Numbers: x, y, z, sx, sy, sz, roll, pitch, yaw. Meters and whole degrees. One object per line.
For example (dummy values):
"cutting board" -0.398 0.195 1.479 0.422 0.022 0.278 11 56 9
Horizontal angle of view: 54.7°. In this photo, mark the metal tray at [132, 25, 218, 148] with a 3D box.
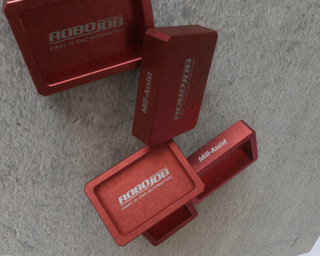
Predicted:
"metal tray" 0.017 -0.049 0.360 0.091 0.030 0.129 -22 132 -43

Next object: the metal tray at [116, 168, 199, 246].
"metal tray" -0.004 0.119 0.477 0.090 0.030 0.130 -35 129 -5

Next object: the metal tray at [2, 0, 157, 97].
"metal tray" -0.071 -0.094 0.307 0.131 0.030 0.089 -21 127 -16

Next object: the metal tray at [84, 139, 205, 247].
"metal tray" -0.020 0.079 0.405 0.131 0.090 0.030 -33 170 -8

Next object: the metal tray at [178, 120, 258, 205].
"metal tray" 0.088 0.055 0.474 0.130 0.030 0.090 -35 143 -5
